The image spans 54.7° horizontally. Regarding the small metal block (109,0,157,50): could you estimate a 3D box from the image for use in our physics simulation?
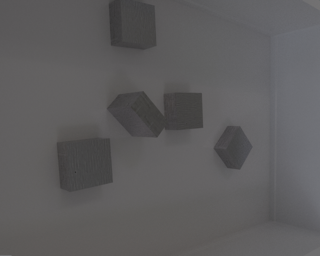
[{"bbox_3d":[-0.033,-0.126,0.379,0.050,0.025,0.050,-5,93,-40],"label":"small metal block"}]

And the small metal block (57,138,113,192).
[{"bbox_3d":[-0.081,0.038,0.338,0.050,0.025,0.050,-6,94,-40],"label":"small metal block"}]

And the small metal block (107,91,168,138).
[{"bbox_3d":[-0.027,-0.015,0.368,0.050,0.050,0.025,50,61,-29],"label":"small metal block"}]

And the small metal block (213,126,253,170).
[{"bbox_3d":[0.121,0.032,0.508,0.050,0.025,0.050,52,60,-27],"label":"small metal block"}]

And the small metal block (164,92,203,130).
[{"bbox_3d":[0.033,-0.024,0.434,0.050,0.025,0.050,-4,93,-40],"label":"small metal block"}]
